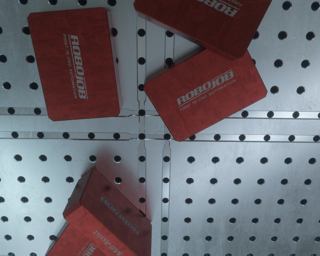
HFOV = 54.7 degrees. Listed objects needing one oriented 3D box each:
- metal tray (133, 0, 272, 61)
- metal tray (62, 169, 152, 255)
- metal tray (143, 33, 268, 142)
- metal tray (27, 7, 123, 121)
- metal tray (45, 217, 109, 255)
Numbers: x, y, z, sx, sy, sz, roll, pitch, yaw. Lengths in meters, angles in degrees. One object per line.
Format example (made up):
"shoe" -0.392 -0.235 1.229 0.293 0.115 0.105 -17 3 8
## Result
"metal tray" 0.049 -0.141 0.340 0.131 0.030 0.090 26 98 0
"metal tray" -0.065 0.127 0.424 0.030 0.090 0.130 -38 106 13
"metal tray" 0.056 -0.051 0.393 0.130 0.030 0.090 -29 108 9
"metal tray" -0.100 -0.077 0.381 0.091 0.030 0.129 -4 110 1
"metal tray" -0.109 0.179 0.469 0.090 0.030 0.129 32 111 -11
